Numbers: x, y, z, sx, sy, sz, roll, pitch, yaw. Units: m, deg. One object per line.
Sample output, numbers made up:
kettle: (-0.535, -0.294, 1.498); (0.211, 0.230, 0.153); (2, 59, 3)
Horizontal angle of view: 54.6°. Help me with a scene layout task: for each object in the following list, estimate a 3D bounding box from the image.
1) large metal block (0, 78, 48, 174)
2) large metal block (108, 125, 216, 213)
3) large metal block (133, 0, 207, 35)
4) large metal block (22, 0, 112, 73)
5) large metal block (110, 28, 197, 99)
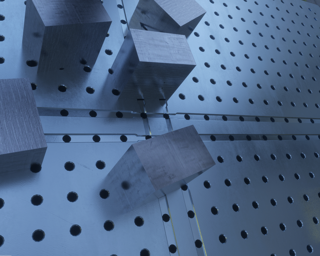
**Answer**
large metal block: (-0.164, 0.000, 0.303); (0.081, 0.050, 0.080); (-9, 67, -32)
large metal block: (0.000, 0.046, 0.344); (0.081, 0.080, 0.050); (-17, 71, -35)
large metal block: (0.017, -0.192, 0.517); (0.080, 0.050, 0.080); (46, 51, 3)
large metal block: (-0.117, -0.119, 0.382); (0.081, 0.080, 0.050); (-19, 72, -35)
large metal block: (-0.012, -0.082, 0.416); (0.081, 0.080, 0.050); (-3, 63, -30)
